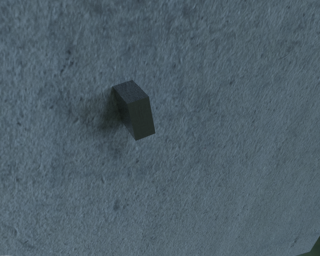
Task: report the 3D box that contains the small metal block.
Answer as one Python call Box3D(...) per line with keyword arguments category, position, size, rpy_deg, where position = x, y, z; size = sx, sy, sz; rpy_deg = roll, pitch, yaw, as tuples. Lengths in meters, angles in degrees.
Box3D(category="small metal block", position=(-0.030, -0.021, 0.362), size=(0.025, 0.050, 0.050), rpy_deg=(-21, 127, -16))
